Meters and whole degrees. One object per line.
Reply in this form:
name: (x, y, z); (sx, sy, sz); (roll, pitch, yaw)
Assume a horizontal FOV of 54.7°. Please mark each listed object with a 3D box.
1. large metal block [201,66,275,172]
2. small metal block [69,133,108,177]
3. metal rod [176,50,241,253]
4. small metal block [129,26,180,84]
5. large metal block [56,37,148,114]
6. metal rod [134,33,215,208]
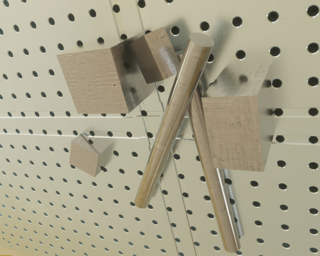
large metal block: (0.086, -0.012, 0.323); (0.050, 0.080, 0.080); (1, 119, 28)
small metal block: (-0.116, 0.044, 0.500); (0.050, 0.025, 0.050); (26, 128, 11)
metal rod: (0.066, 0.046, 0.404); (0.025, 0.025, 0.298); (-4, 117, 30)
small metal block: (-0.006, -0.079, 0.347); (0.050, 0.025, 0.050); (65, 160, -13)
large metal block: (-0.071, -0.065, 0.392); (0.080, 0.050, 0.080); (1, 119, 28)
metal rod: (0.005, 0.018, 0.397); (0.025, 0.025, 0.298); (29, 135, 10)
